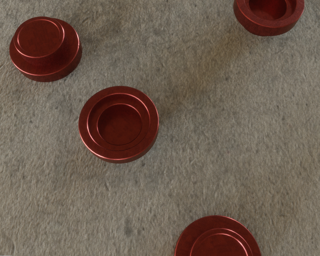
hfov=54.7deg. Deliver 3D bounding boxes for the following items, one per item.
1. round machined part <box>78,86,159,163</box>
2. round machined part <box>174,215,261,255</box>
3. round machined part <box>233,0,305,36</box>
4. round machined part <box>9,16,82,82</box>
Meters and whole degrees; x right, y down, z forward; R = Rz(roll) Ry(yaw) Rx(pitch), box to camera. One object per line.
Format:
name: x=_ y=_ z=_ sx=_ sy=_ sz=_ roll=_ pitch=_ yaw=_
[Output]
round machined part: x=-0.051 y=-0.002 z=0.399 sx=0.099 sy=0.042 sz=0.098 roll=0 pitch=70 yaw=-1
round machined part: x=0.065 y=0.148 z=0.346 sx=0.099 sy=0.042 sz=0.098 roll=0 pitch=70 yaw=-1
round machined part: x=0.159 y=-0.179 z=0.466 sx=0.099 sy=0.042 sz=0.098 roll=0 pitch=70 yaw=-1
round machined part: x=-0.165 y=-0.118 z=0.440 sx=0.099 sy=0.042 sz=0.098 roll=0 pitch=70 yaw=-1
